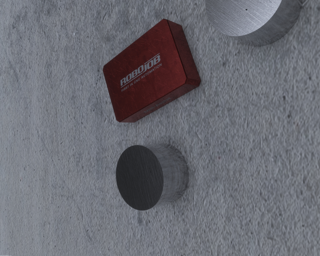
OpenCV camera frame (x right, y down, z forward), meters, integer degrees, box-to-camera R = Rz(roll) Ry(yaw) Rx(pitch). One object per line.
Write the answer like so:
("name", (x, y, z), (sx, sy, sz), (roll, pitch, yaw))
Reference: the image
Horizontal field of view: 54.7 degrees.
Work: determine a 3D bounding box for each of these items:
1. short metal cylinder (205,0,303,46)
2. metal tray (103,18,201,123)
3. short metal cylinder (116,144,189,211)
("short metal cylinder", (0.094, -0.127, 0.311), (0.080, 0.050, 0.079), (0, 90, 40))
("metal tray", (-0.017, -0.071, 0.416), (0.130, 0.030, 0.090), (-27, 73, 36))
("short metal cylinder", (-0.010, 0.060, 0.397), (0.080, 0.050, 0.079), (0, 90, 40))
